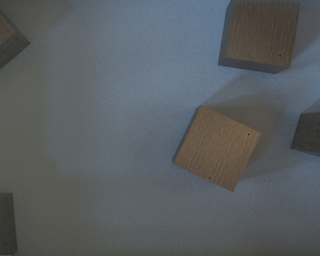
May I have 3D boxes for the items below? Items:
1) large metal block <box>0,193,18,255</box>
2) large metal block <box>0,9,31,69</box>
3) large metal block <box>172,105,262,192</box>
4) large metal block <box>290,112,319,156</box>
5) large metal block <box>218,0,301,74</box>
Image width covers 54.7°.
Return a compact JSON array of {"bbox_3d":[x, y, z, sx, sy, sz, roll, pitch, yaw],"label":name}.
[{"bbox_3d":[-0.237,0.131,0.396,0.081,0.050,0.079,-5,90,-1],"label":"large metal block"},{"bbox_3d":[-0.231,-0.119,0.393,0.080,0.050,0.080,-42,92,-3],"label":"large metal block"},{"bbox_3d":[0.070,0.025,0.400,0.080,0.050,0.080,25,90,-1],"label":"large metal block"},{"bbox_3d":[0.225,0.016,0.387,0.080,0.080,0.050,16,90,-1],"label":"large metal block"},{"bbox_3d":[0.125,-0.119,0.401,0.081,0.050,0.080,9,90,-1],"label":"large metal block"}]
